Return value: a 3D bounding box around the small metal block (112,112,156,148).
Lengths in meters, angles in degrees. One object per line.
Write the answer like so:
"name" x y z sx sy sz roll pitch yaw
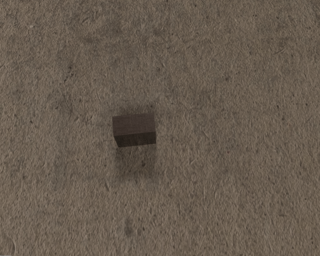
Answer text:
"small metal block" -0.031 0.004 0.393 0.050 0.050 0.025 -6 70 -3
